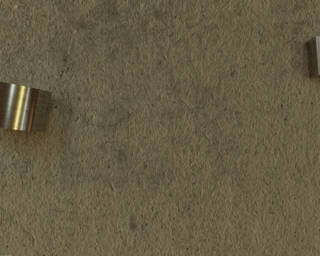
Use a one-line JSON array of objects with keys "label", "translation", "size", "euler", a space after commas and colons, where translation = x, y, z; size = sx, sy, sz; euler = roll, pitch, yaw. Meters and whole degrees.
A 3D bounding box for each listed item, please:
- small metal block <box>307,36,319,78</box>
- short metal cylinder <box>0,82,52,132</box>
[{"label": "small metal block", "translation": [0.228, -0.095, 0.412], "size": [0.050, 0.025, 0.050], "euler": [-4, 90, 0]}, {"label": "short metal cylinder", "translation": [-0.179, -0.026, 0.381], "size": [0.080, 0.080, 0.050], "euler": [10, 90, 0]}]
